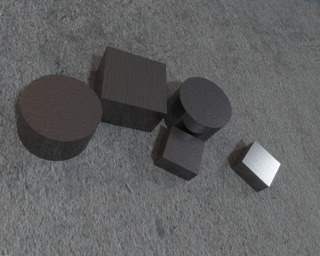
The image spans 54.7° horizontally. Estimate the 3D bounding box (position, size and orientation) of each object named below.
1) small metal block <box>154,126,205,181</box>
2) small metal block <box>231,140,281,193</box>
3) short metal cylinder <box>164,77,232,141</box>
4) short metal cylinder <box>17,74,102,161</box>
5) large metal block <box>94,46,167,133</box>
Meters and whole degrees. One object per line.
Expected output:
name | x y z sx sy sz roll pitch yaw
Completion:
small metal block | 0.026 0.033 0.398 0.050 0.025 0.050 27 52 -11
small metal block | 0.138 0.055 0.445 0.050 0.025 0.050 44 51 2
short metal cylinder | 0.051 -0.024 0.430 0.081 0.050 0.080 14 56 -21
short metal cylinder | -0.109 -0.011 0.336 0.081 0.050 0.080 14 56 -21
large metal block | -0.039 -0.048 0.396 0.081 0.050 0.080 13 56 -21
